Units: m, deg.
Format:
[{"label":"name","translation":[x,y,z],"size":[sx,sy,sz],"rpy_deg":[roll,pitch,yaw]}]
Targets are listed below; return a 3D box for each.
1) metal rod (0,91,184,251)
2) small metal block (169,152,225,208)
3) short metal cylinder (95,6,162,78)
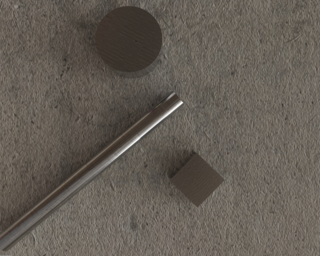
[{"label":"metal rod","translation":[-0.092,0.056,0.409],"size":[0.300,0.025,0.025],"rpy_deg":[-40,90,0]},{"label":"small metal block","translation":[0.048,0.067,0.410],"size":[0.050,0.025,0.050],"rpy_deg":[44,90,0]},{"label":"short metal cylinder","translation":[-0.037,-0.107,0.397],"size":[0.081,0.050,0.079],"rpy_deg":[0,90,0]}]
